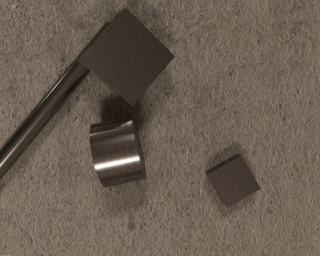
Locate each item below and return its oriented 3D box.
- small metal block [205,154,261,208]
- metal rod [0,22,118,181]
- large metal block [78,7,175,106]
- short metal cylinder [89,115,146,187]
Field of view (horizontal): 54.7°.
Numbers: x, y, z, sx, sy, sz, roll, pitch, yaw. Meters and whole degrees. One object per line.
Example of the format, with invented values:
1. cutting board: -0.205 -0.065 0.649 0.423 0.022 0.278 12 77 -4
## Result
1. small metal block: 0.096 0.069 0.411 0.050 0.025 0.050 -30 90 -1
2. metal rod: -0.157 -0.016 0.407 0.025 0.025 0.300 40 90 -1
3. large metal block: -0.043 -0.087 0.384 0.080 0.050 0.080 41 90 -22
4. short metal cylinder: -0.050 0.028 0.382 0.050 0.080 0.080 -13 90 0
